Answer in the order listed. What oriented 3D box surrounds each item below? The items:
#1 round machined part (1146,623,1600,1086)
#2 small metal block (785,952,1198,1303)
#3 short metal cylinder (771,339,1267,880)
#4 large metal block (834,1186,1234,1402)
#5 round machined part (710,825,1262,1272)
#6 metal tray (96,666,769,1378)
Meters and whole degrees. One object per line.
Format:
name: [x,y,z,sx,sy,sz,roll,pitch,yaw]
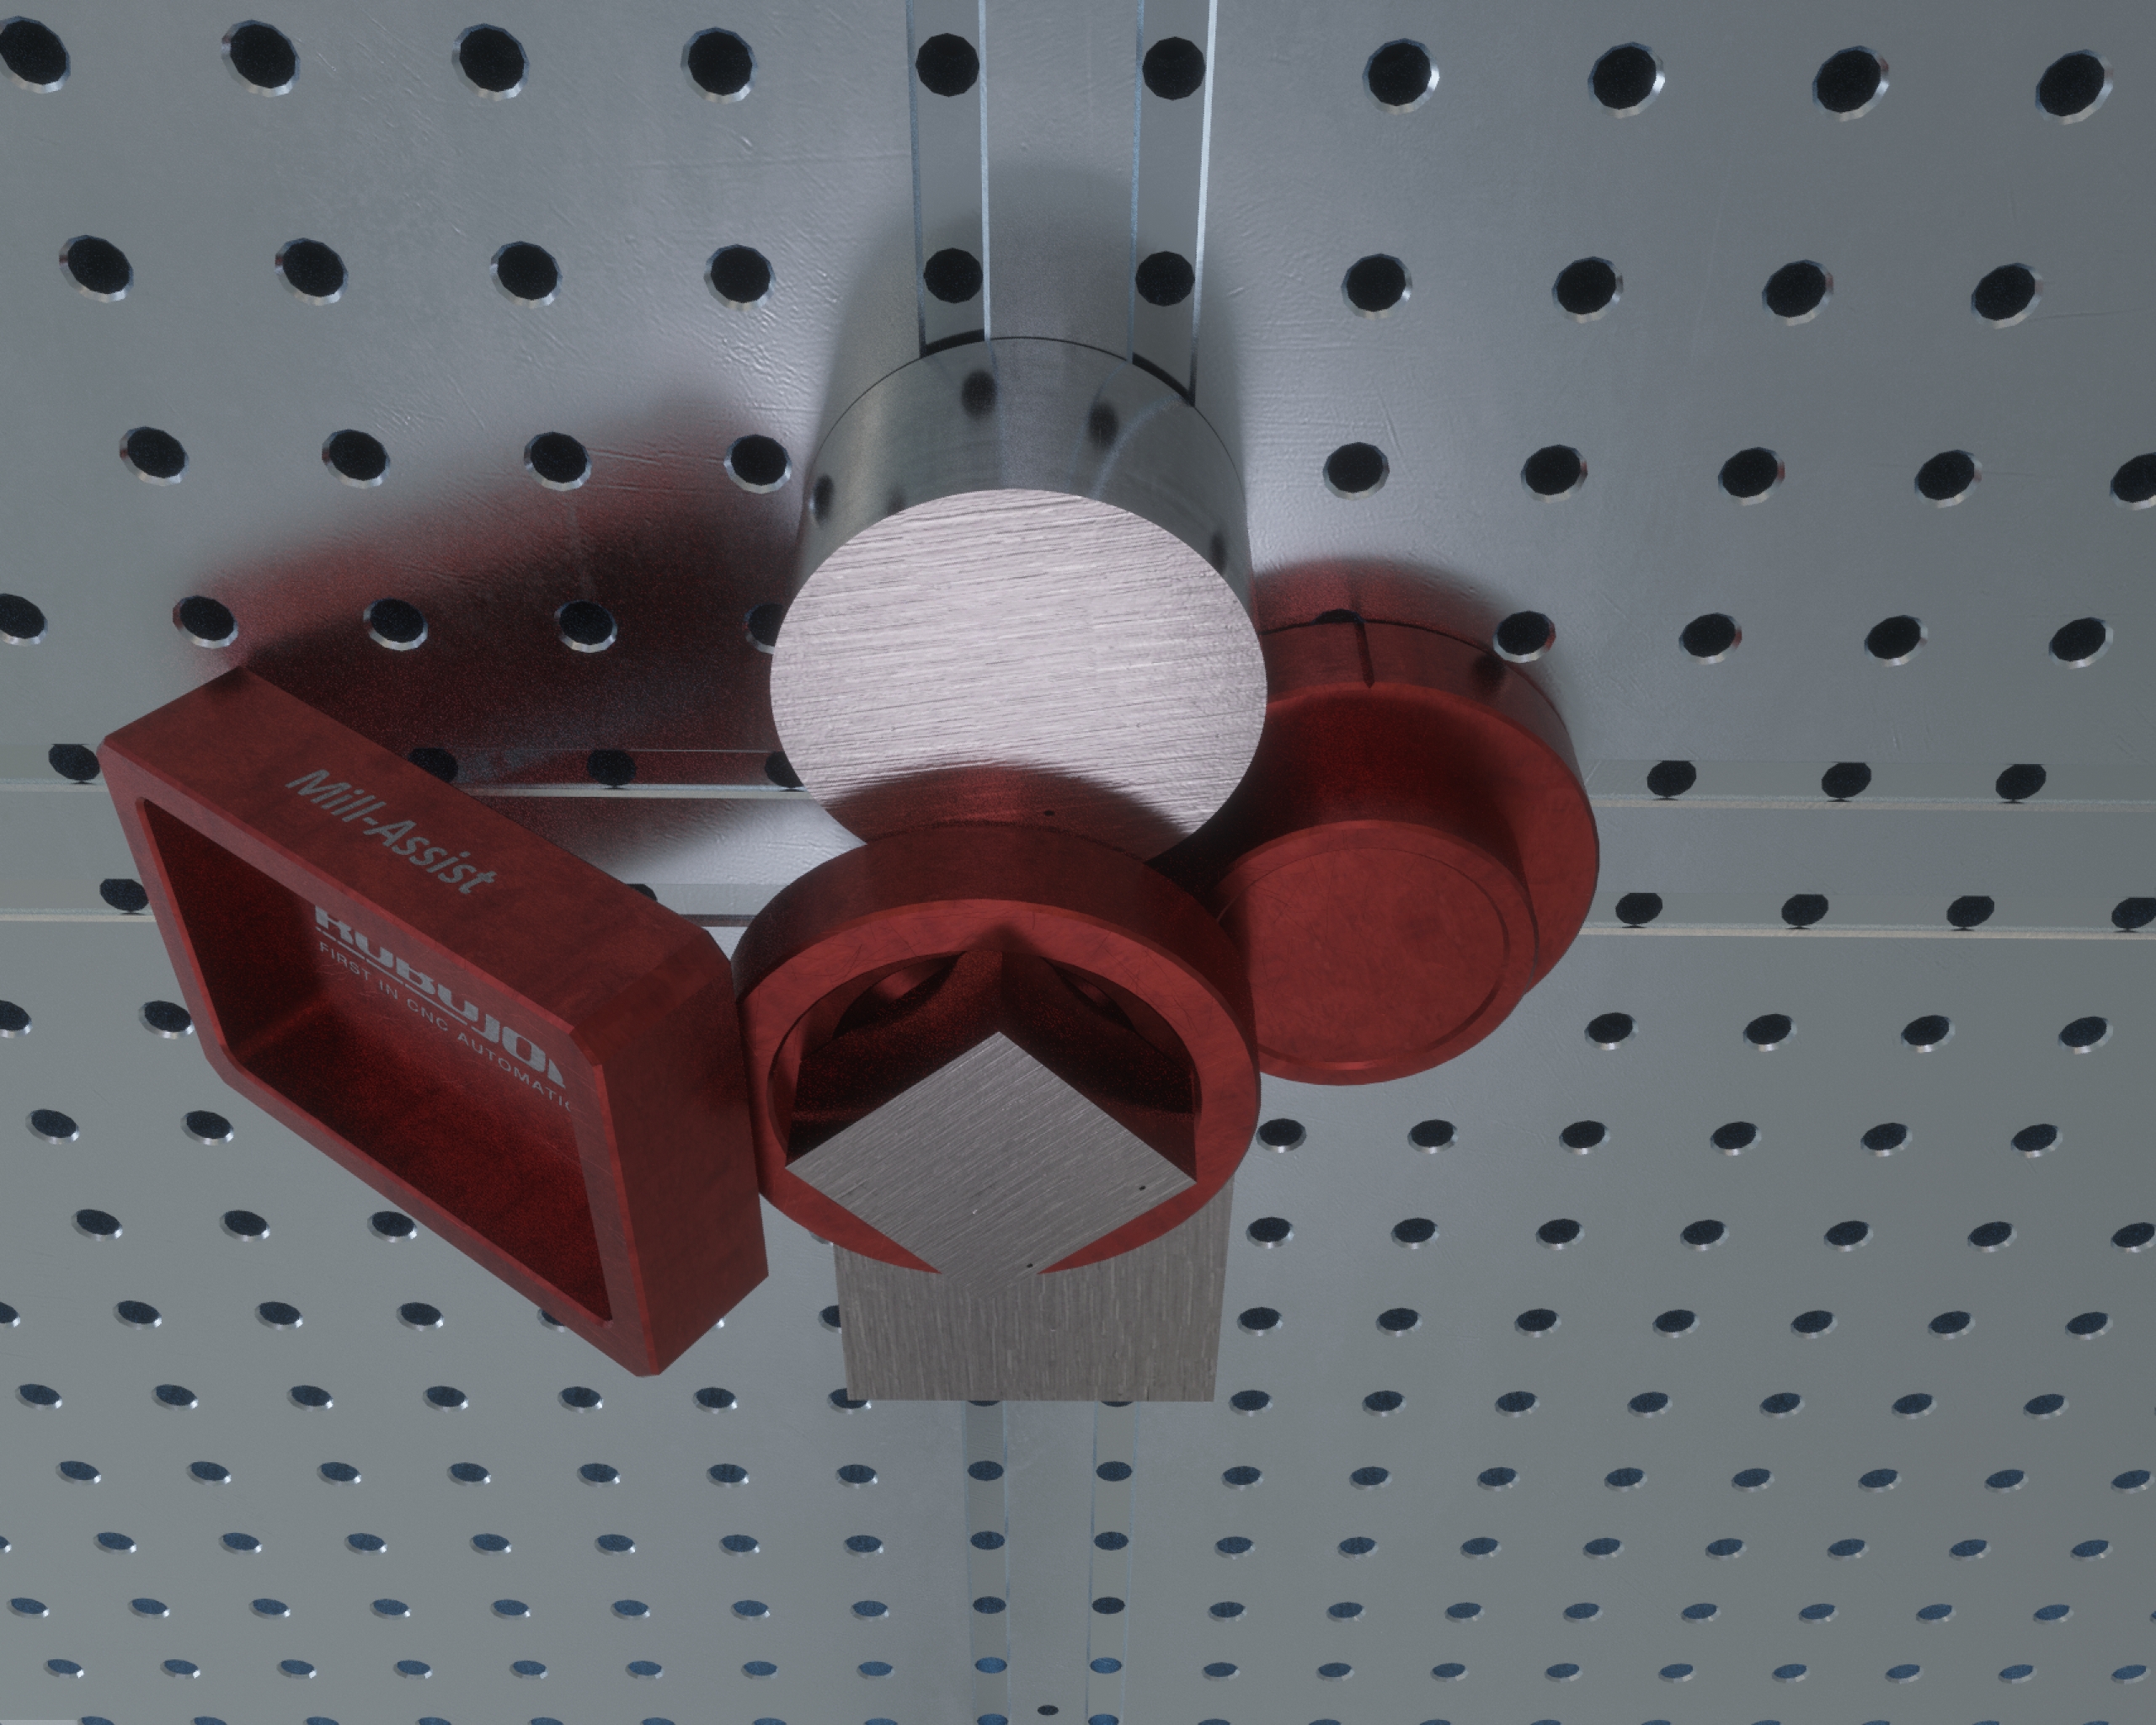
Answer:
round machined part: [0.052,0.005,0.404,0.099,0.042,0.097,0,130,0]
small metal block: [-0.015,0.046,0.369,0.050,0.025,0.050,-34,123,25]
short metal cylinder: [-0.010,-0.042,0.359,0.081,0.050,0.079,0,130,0]
large metal block: [-0.010,0.072,0.453,0.081,0.050,0.079,0,130,-1]
round machined part: [-0.017,0.030,0.388,0.099,0.042,0.097,0,130,0]
metal tray: [-0.118,0.028,0.384,0.130,0.030,0.089,26,136,26]
